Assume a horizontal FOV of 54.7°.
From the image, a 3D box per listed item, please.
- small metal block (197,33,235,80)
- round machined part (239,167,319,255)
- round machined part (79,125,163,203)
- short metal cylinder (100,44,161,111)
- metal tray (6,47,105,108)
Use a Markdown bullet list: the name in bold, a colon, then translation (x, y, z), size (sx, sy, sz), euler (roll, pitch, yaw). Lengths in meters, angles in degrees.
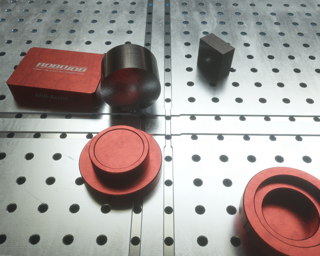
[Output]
- **small metal block**: translation (0.087, -0.112, 0.487), size (0.025, 0.050, 0.050), euler (-30, 57, -23)
- **round machined part**: translation (0.131, 0.092, 0.321), size (0.099, 0.042, 0.098), euler (0, 50, 0)
- **round machined part**: translation (-0.046, 0.035, 0.366), size (0.099, 0.042, 0.098), euler (0, 50, 0)
- **short metal cylinder**: translation (-0.041, -0.068, 0.429), size (0.081, 0.080, 0.050), euler (-5, 50, -4)
- **metal tray**: translation (-0.147, -0.078, 0.468), size (0.131, 0.030, 0.090), euler (7, 50, 5)
